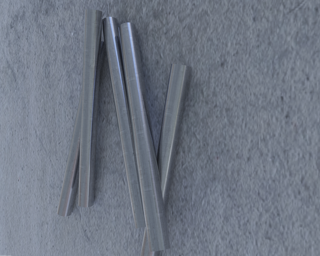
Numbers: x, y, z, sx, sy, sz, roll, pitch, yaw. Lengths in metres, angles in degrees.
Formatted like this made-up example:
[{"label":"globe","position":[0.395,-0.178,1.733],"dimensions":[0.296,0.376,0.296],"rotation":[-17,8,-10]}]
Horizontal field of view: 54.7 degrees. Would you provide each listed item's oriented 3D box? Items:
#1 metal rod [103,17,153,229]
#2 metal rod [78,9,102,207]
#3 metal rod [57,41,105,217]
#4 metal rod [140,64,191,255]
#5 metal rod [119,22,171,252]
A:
[{"label":"metal rod","position":[-0.047,-0.019,0.423],"dimensions":[0.025,0.025,0.299],"rotation":[-24,69,37]},{"label":"metal rod","position":[-0.108,-0.023,0.473],"dimensions":[0.025,0.025,0.298],"rotation":[13,104,39]},{"label":"metal rod","position":[-0.130,0.006,0.508],"dimensions":[0.025,0.025,0.298],"rotation":[24,105,37]},{"label":"metal rod","position":[0.002,0.069,0.401],"dimensions":[0.025,0.025,0.298],"rotation":[15,100,38]},{"label":"metal rod","position":[-0.023,-0.002,0.397],"dimensions":[0.025,0.025,0.299],"rotation":[-23,68,37]}]
